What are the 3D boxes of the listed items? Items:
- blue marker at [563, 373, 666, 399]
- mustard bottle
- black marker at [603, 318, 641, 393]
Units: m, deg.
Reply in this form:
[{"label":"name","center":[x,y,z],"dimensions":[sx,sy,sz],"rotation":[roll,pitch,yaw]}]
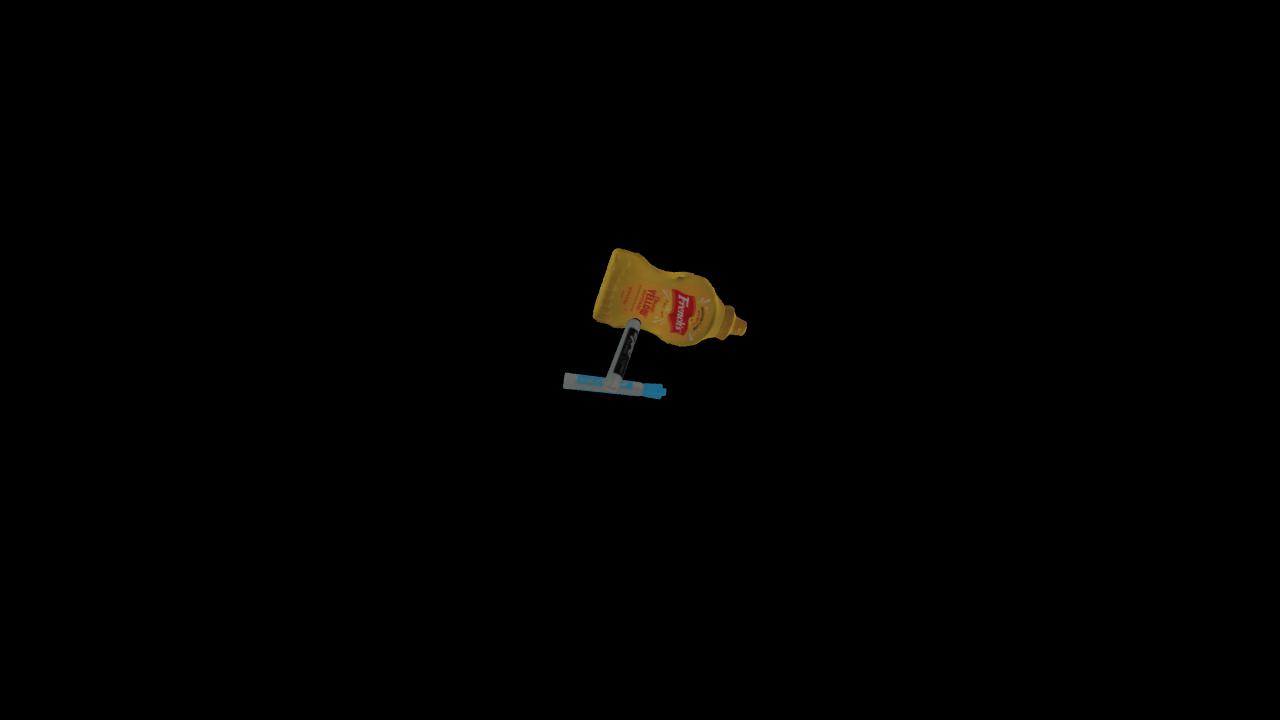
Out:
[{"label":"blue marker","center":[-0.029,0.031,0.719],"dimensions":[0.121,0.020,0.020],"rotation":[7,-1,-9]},{"label":"mustard bottle","center":[0.043,-0.064,0.738],"dimensions":[0.184,0.092,0.054],"rotation":[17,13,-9]},{"label":"black marker","center":[-0.015,-0.018,0.708],"dimensions":[0.020,0.121,0.020],"rotation":[14,-30,9]}]
